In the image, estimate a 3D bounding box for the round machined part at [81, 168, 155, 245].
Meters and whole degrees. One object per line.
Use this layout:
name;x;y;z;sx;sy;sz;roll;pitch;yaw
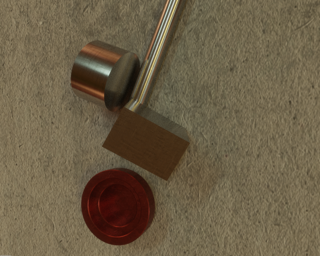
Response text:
round machined part;-0.052;0.102;0.417;0.098;0.042;0.097;0;90;19

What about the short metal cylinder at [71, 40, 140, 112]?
short metal cylinder;-0.069;-0.067;0.403;0.050;0.080;0.080;24;98;18

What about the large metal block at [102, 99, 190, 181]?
large metal block;-0.015;0.010;0.371;0.080;0.080;0.050;29;100;-5

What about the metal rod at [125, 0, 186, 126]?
metal rod;0.012;-0.143;0.404;0.025;0.025;0.298;24;98;18
